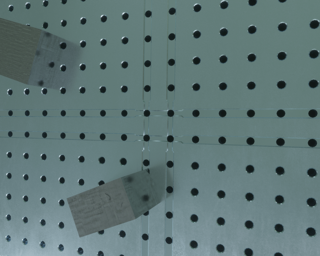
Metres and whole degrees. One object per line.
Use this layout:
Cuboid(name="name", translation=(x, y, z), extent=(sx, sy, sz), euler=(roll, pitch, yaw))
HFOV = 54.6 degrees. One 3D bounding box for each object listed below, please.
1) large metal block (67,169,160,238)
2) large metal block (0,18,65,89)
Cuboid(name="large metal block", translation=(-0.058, 0.095, 0.404), extent=(0.080, 0.080, 0.050), euler=(-23, 82, 18))
Cuboid(name="large metal block", translation=(-0.204, -0.112, 0.472), extent=(0.080, 0.050, 0.080), euler=(20, 97, 19))
